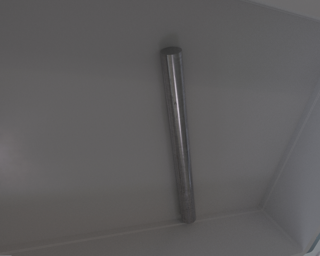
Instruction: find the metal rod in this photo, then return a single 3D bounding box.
[{"bbox_3d":[0.031,0.032,0.444,0.025,0.025,0.298,-20,126,-16],"label":"metal rod"}]
